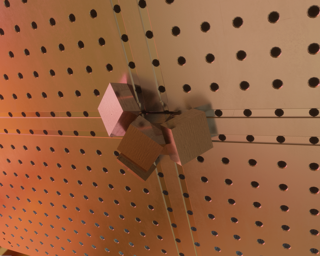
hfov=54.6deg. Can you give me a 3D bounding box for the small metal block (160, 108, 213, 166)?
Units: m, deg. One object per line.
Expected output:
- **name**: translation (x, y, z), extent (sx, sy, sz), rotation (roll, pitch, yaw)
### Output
- **small metal block**: translation (0.034, 0.010, 0.381), extent (0.025, 0.050, 0.050), rotation (24, 136, 56)

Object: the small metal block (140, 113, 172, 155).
- **small metal block**: translation (-0.007, 0.008, 0.420), extent (0.050, 0.025, 0.050), rotation (1, 122, 27)

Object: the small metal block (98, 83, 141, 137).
- **small metal block**: translation (-0.055, -0.024, 0.410), extent (0.050, 0.025, 0.050), rotation (-55, 50, 39)

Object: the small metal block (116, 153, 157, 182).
- **small metal block**: translation (-0.034, 0.052, 0.446), extent (0.050, 0.025, 0.050), rotation (38, 166, 2)

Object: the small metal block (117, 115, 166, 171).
- **small metal block**: translation (-0.021, 0.020, 0.403), extent (0.050, 0.025, 0.050), rotation (35, 129, 4)
